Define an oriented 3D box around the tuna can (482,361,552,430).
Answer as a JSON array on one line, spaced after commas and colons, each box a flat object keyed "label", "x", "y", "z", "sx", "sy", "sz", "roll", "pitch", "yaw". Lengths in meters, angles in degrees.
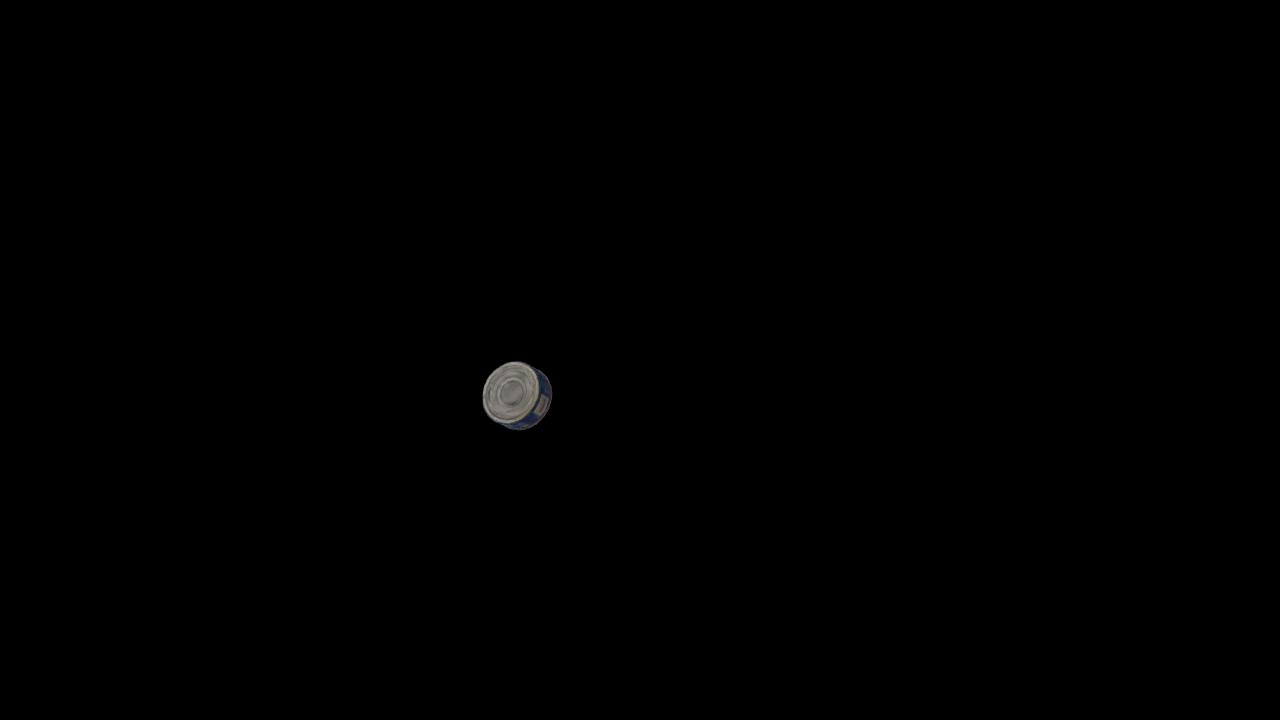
[{"label": "tuna can", "x": -0.156, "y": 0.045, "z": 0.778, "sx": 0.084, "sy": 0.084, "sz": 0.034, "roll": 0, "pitch": -17, "yaw": 19}]
